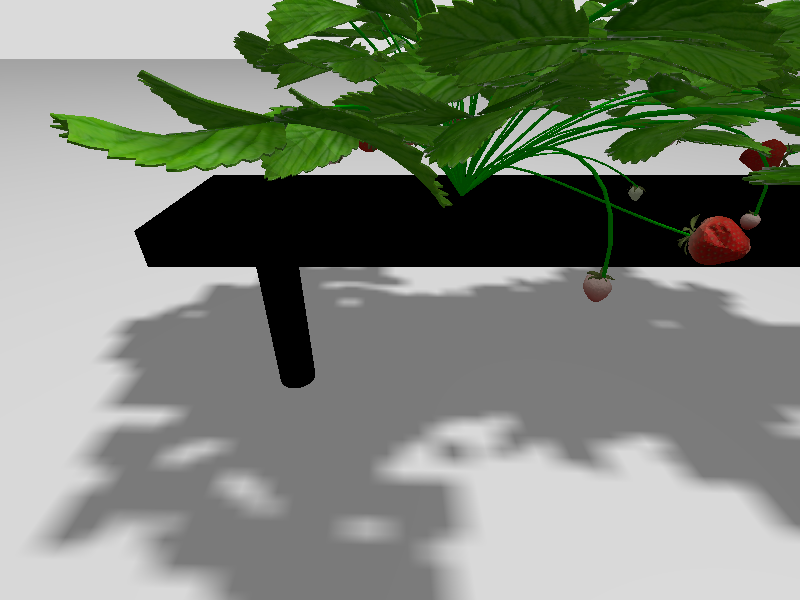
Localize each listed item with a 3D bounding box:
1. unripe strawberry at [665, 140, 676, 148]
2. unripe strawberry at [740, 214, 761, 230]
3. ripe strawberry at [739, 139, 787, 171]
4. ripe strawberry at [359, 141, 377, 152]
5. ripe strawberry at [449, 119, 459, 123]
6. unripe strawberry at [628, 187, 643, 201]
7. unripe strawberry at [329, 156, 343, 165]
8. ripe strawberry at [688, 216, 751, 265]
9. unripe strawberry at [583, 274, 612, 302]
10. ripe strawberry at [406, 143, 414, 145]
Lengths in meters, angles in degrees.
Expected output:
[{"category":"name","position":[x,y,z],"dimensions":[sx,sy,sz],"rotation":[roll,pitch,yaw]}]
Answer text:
[{"category":"unripe strawberry","position":[0.334,-0.208,0.508],"dimensions":[0.032,0.027,0.032],"rotation":[-26,28,-34]},{"category":"unripe strawberry","position":[0.247,-0.055,0.283],"dimensions":[0.011,0.011,0.011],"rotation":[13,35,19]},{"category":"ripe strawberry","position":[0.374,-0.149,0.414],"dimensions":[0.035,0.034,0.032],"rotation":[15,36,27]},{"category":"ripe strawberry","position":[-0.040,-0.203,0.492],"dimensions":[0.043,0.039,0.039],"rotation":[-16,36,-24]},{"category":"ripe strawberry","position":[0.077,-0.242,0.563],"dimensions":[0.024,0.028,0.027],"rotation":[3,-16,4]},{"category":"unripe strawberry","position":[0.203,-0.092,0.344],"dimensions":[0.010,0.012,0.012],"rotation":[-8,31,10]},{"category":"unripe strawberry","position":[-0.081,-0.171,0.447],"dimensions":[0.038,0.037,0.035],"rotation":[25,40,34]},{"category":"ripe strawberry","position":[0.188,-0.034,0.236],"dimensions":[0.029,0.029,0.032],"rotation":[29,42,36]},{"category":"unripe strawberry","position":[0.099,-0.006,0.202],"dimensions":[0.013,0.014,0.015],"rotation":[-8,33,-12]},{"category":"ripe strawberry","position":[0.016,-0.225,0.519],"dimensions":[0.052,0.045,0.052],"rotation":[-6,32,-9]}]
